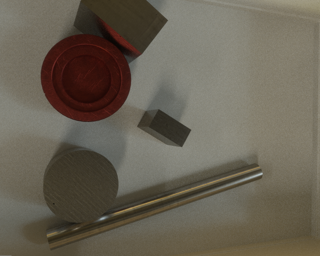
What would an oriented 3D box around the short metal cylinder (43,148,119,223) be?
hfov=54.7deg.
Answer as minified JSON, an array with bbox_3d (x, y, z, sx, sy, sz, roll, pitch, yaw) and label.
[{"bbox_3d":[-0.094,0.064,0.363,0.081,0.050,0.079,0,90,-21],"label":"short metal cylinder"}]

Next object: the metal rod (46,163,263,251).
[{"bbox_3d":[0.008,0.098,0.414,0.302,0.025,0.025,-13,95,-20],"label":"metal rod"}]

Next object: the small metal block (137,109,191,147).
[{"bbox_3d":[0.004,0.000,0.400,0.050,0.050,0.025,32,80,-18],"label":"small metal block"}]

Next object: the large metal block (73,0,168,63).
[{"bbox_3d":[-0.049,-0.123,0.364,0.080,0.080,0.050,38,78,-17],"label":"large metal block"}]

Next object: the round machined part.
[{"bbox_3d":[-0.087,-0.058,0.366,0.099,0.042,0.097,-2,98,-16],"label":"round machined part"}]
